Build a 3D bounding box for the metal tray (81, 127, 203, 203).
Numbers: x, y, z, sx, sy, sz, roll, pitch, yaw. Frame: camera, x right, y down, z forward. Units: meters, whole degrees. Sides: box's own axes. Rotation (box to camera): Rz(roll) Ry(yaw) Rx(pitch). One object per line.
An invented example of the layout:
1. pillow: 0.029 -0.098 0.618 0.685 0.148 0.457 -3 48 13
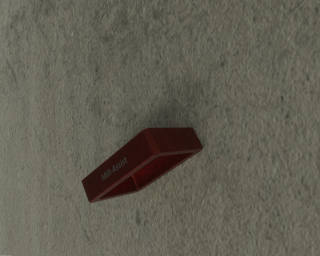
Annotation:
1. metal tray: -0.023 0.045 0.379 0.130 0.091 0.030 -38 67 33
